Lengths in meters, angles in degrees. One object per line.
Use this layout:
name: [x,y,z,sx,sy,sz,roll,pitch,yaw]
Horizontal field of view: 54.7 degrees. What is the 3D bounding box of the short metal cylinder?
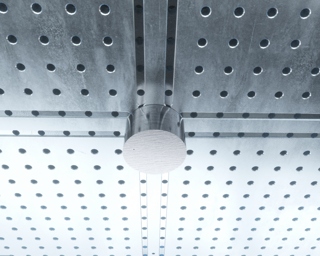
short metal cylinder: [-0.007,0.016,0.408,0.081,0.050,0.079,0,130,0]
